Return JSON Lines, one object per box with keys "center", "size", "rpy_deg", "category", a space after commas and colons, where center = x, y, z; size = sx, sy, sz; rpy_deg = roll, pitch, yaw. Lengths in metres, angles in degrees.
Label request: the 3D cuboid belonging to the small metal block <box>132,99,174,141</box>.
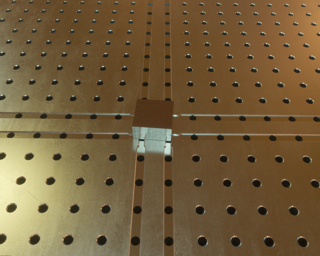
{"center": [-0.008, -0.011, 0.417], "size": [0.050, 0.025, 0.050], "rpy_deg": [4, 50, 3], "category": "small metal block"}
